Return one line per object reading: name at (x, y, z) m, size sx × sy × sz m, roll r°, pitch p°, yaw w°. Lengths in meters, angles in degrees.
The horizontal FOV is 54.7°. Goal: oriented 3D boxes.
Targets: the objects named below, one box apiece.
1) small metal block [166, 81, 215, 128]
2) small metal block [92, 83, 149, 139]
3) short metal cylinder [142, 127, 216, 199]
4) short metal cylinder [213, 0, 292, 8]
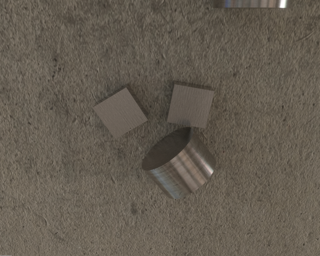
small metal block at (0.038, -0.031, 0.399) m, size 0.050 × 0.025 × 0.050 m, roll 9°, pitch 110°, yaw -4°
small metal block at (-0.050, -0.022, 0.401) m, size 0.050 × 0.025 × 0.050 m, roll -30°, pitch 108°, yaw 10°
short metal cylinder at (0.024, 0.044, 0.397) m, size 0.080 × 0.080 × 0.050 m, roll -35°, pitch 107°, yaw 11°
short metal cylinder at (0.098, -0.153, 0.326) m, size 0.081 × 0.080 × 0.050 m, roll 0°, pitch 110°, yaw -1°
